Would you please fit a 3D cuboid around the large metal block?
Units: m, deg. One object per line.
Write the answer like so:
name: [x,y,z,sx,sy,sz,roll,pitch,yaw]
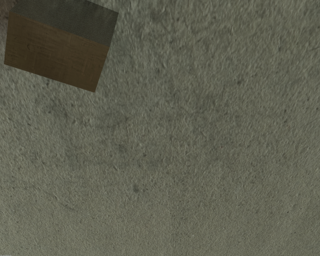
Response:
large metal block: [-0.089,-0.088,0.295,0.081,0.080,0.050,17,128,-15]
